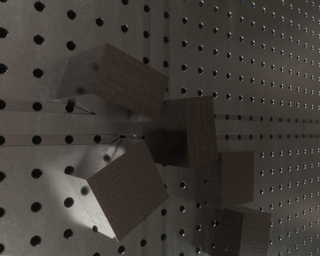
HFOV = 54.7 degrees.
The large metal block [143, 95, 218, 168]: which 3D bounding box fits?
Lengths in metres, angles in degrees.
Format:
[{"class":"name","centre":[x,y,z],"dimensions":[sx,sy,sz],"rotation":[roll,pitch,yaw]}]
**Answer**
[{"class":"large metal block","centre":[0.023,0.003,0.395],"dimensions":[0.050,0.080,0.079],"rotation":[-10,97,-40]}]

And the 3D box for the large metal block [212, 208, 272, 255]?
[{"class":"large metal block","centre":[0.136,0.176,0.510],"dimensions":[0.081,0.050,0.080],"rotation":[14,81,-39]}]

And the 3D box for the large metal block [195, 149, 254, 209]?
[{"class":"large metal block","centre":[0.101,0.075,0.481],"dimensions":[0.081,0.050,0.079],"rotation":[1,89,-40]}]

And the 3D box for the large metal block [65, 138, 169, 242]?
[{"class":"large metal block","centre":[-0.047,0.066,0.356],"dimensions":[0.081,0.050,0.080],"rotation":[-35,112,-35]}]

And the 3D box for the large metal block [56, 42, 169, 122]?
[{"class":"large metal block","centre":[-0.051,-0.043,0.332],"dimensions":[0.080,0.080,0.050],"rotation":[22,76,-38]}]
